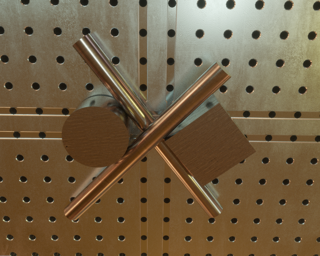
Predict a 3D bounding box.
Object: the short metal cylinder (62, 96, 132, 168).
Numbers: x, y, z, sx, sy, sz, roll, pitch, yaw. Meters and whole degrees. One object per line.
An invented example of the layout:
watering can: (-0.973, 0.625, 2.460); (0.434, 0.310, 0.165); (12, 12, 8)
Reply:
short metal cylinder: (-0.078, 0.004, 0.397); (0.081, 0.050, 0.079); (0, 110, 0)

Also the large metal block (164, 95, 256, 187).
large metal block: (0.062, 0.014, 0.401); (0.080, 0.050, 0.080); (-37, 106, 12)

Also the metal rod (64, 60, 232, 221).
metal rod: (-0.030, 0.030, 0.398); (0.025, 0.025, 0.299); (41, 113, -14)

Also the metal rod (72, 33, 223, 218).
metal rod: (-0.006, 0.008, 0.412); (0.025, 0.025, 0.300); (-34, 107, 11)
